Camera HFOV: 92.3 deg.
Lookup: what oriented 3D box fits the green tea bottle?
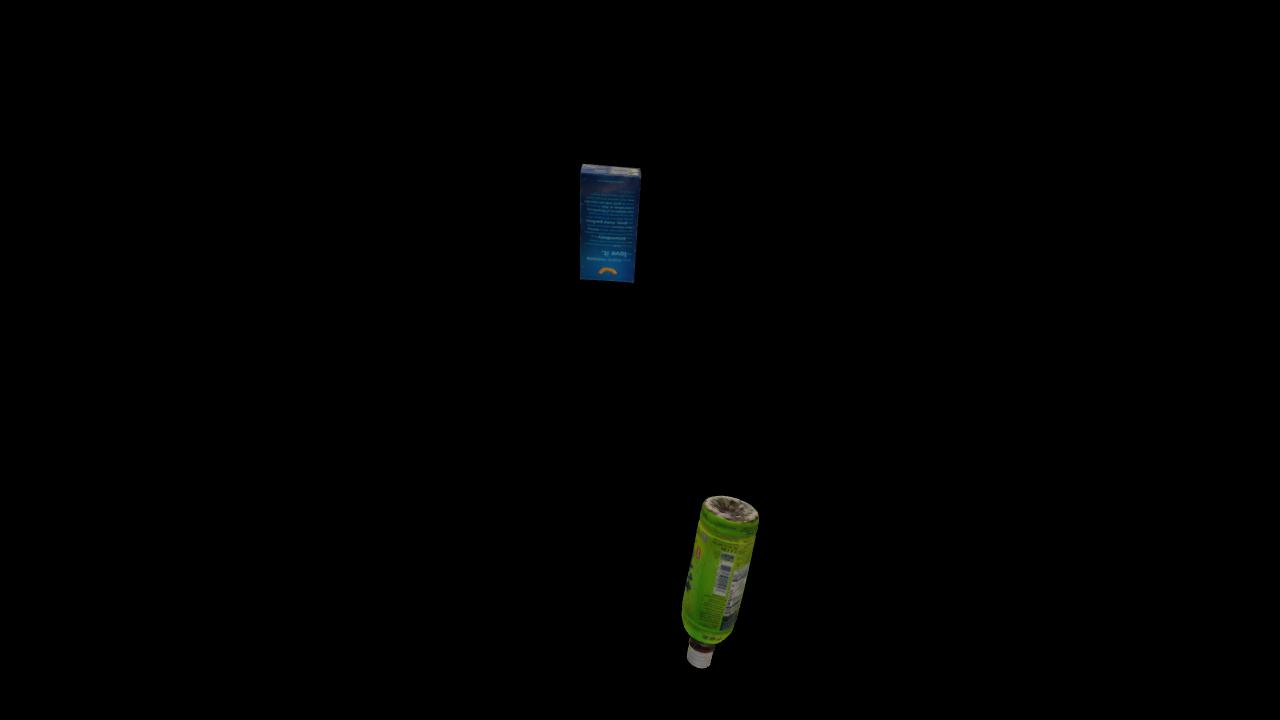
[{"bbox_3d":[0.091,0.275,0.749,0.073,0.212,0.073,10,10,-2],"label":"green tea bottle"}]

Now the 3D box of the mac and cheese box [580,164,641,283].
[{"bbox_3d":[-0.049,-0.213,0.979,0.093,0.184,0.041,3,38,-3],"label":"mac and cheese box"}]
